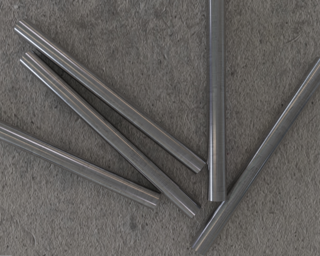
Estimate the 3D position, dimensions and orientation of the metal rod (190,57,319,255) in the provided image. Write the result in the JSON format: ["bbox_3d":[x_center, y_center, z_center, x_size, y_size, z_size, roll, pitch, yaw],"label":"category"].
[{"bbox_3d":[0.134,0.037,0.410,0.025,0.025,0.299,34,90,0],"label":"metal rod"}]

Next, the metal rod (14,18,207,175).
[{"bbox_3d":[-0.064,-0.041,0.409,0.300,0.025,0.025,38,90,0],"label":"metal rod"}]

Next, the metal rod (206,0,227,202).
[{"bbox_3d":[0.073,-0.057,0.403,0.025,0.025,0.298,0,88,0],"label":"metal rod"}]

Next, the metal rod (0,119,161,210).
[{"bbox_3d":[-0.141,0.034,0.408,0.301,0.025,0.025,25,90,0],"label":"metal rod"}]

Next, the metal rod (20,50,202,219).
[{"bbox_3d":[-0.064,0.009,0.409,0.300,0.025,0.025,43,90,0],"label":"metal rod"}]
